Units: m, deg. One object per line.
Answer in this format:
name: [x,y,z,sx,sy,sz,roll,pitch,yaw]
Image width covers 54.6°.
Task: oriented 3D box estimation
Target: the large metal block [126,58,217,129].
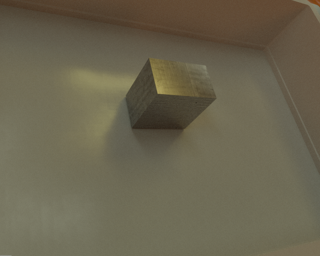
large metal block: [0.011,-0.040,0.397,0.081,0.080,0.050,1,61,-28]
